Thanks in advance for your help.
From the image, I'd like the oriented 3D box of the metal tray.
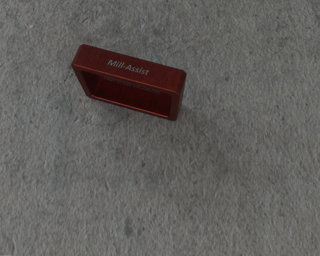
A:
[{"bbox_3d":[-0.036,-0.054,0.392,0.131,0.090,0.030,16,71,5],"label":"metal tray"}]
